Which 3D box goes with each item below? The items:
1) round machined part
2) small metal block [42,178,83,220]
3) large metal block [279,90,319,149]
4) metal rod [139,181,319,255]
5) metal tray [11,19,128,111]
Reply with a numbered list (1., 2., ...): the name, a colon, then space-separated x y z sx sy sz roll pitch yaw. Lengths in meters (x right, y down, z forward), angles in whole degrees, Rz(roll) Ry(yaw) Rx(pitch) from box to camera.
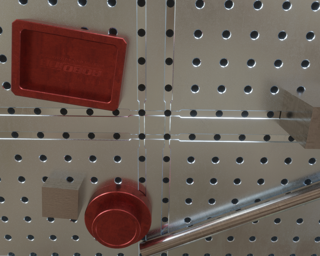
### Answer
1. round machined part: -0.062 0.136 0.454 0.099 0.042 0.097 0 110 -1
2. small metal block: -0.141 0.103 0.449 0.050 0.025 0.050 6 110 -3
3. large metal block: 0.206 -0.013 0.382 0.081 0.080 0.050 1 110 -1
4. metal rod: 0.112 0.137 0.465 0.301 0.025 0.025 -21 109 7
5. metal tray: -0.110 -0.077 0.380 0.131 0.030 0.089 9 110 -4
